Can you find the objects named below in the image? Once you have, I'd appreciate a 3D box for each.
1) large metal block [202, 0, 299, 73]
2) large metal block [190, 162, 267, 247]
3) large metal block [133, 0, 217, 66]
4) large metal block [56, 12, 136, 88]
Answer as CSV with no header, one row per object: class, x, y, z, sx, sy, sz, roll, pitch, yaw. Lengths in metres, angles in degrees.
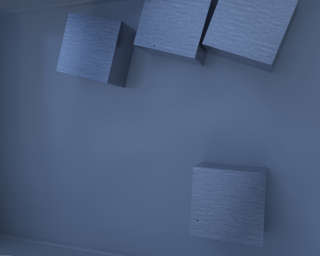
large metal block,0.106,-0.118,0.360,0.080,0.050,0.080,23,97,18
large metal block,0.083,0.086,0.368,0.080,0.050,0.079,3,91,19
large metal block,0.023,-0.130,0.389,0.080,0.050,0.080,17,96,18
large metal block,-0.086,-0.106,0.426,0.080,0.050,0.079,15,95,19
